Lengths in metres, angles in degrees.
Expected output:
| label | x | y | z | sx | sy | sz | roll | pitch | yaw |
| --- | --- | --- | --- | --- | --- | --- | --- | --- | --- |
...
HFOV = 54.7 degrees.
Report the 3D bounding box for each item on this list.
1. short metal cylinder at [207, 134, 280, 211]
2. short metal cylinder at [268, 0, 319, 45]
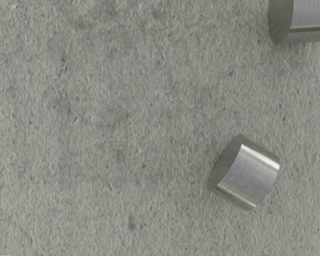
| label | x | y | z | sx | sy | sz | roll | pitch | yaw |
| --- | --- | --- | --- | --- | --- | --- | --- | --- | --- |
| short metal cylinder | 0.101 | 0.054 | 0.384 | 0.050 | 0.080 | 0.080 | 31 | 90 | -1 |
| short metal cylinder | 0.173 | -0.146 | 0.385 | 0.050 | 0.080 | 0.079 | -4 | 90 | 0 |
